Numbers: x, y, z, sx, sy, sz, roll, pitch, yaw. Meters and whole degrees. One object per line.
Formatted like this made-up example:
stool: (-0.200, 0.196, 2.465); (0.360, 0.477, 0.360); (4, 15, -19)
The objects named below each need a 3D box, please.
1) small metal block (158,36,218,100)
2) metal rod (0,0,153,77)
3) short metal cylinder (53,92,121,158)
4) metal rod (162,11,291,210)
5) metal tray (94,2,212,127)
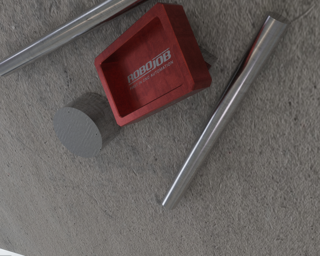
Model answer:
small metal block: (0.028, -0.069, 0.349); (0.050, 0.025, 0.050); (36, 129, 4)
metal rod: (-0.120, -0.120, 0.395); (0.300, 0.025, 0.025); (-13, 112, 33)
short metal cylinder: (-0.103, -0.004, 0.442); (0.080, 0.050, 0.079); (13, 124, 21)
metal rod: (0.062, 0.006, 0.377); (0.025, 0.025, 0.298); (31, 128, 8)
metal tray: (-0.015, -0.063, 0.341); (0.130, 0.030, 0.090); (-24, 86, 46)
